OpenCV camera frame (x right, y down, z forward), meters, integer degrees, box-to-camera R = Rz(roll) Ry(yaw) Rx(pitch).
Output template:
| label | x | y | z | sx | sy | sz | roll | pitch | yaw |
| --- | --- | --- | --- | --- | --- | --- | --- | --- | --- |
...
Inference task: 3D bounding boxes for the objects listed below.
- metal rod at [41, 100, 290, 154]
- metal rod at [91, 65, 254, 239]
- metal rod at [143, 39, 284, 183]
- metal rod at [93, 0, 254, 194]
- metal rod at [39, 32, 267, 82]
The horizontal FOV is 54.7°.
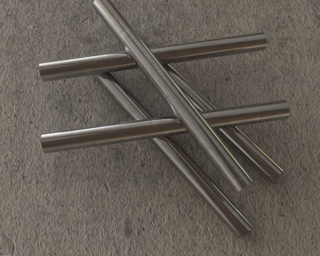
| label | x | y | z | sx | sy | sz | roll | pitch | yaw |
| --- | --- | --- | --- | --- | --- | --- | --- | --- | --- |
| metal rod | 0.010 | -0.002 | 0.384 | 0.302 | 0.025 | 0.025 | -8 | 70 | -4 |
| metal rod | 0.003 | 0.016 | 0.403 | 0.025 | 0.025 | 0.300 | -39 | 75 | -13 |
| metal rod | 0.044 | -0.043 | 0.425 | 0.025 | 0.025 | 0.300 | -41 | 75 | -14 |
| metal rod | 0.006 | -0.052 | 0.376 | 0.025 | 0.025 | 0.299 | -33 | 74 | -11 |
| metal rod | -0.006 | -0.097 | 0.418 | 0.302 | 0.025 | 0.025 | -9 | 71 | -4 |
